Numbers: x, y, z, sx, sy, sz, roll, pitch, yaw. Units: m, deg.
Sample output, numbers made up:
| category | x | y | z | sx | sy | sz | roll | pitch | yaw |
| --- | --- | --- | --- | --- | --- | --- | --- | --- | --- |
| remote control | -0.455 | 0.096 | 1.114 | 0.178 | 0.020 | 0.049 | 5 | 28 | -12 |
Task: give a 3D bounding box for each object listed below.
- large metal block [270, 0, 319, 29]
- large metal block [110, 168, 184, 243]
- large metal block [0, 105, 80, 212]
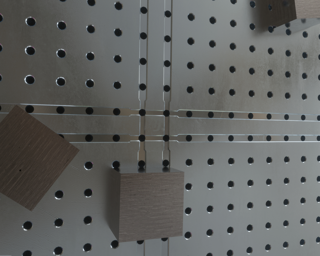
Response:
| category | x | y | z | sx | sy | sz | roll | pitch | yaw |
| --- | --- | --- | --- | --- | --- | --- | --- | --- | --- |
| large metal block | 0.221 | -0.204 | 0.483 | 0.081 | 0.050 | 0.079 | -10 | 94 | -20 |
| large metal block | -0.017 | 0.093 | 0.394 | 0.081 | 0.050 | 0.079 | 2 | 90 | -21 |
| large metal block | -0.150 | 0.031 | 0.344 | 0.080 | 0.050 | 0.080 | 39 | 77 | -16 |
